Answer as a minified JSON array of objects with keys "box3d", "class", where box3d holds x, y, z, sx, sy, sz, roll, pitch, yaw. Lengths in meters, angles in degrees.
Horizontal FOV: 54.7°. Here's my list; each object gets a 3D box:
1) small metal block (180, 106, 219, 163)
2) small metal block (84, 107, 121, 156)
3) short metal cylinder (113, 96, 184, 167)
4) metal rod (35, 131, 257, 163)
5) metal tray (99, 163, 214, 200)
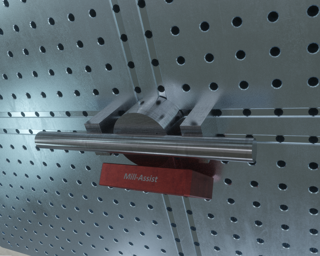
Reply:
[{"box3d":[0.050,0.007,0.374,0.025,0.050,0.050,-1,118,29],"class":"small metal block"},{"box3d":[-0.074,0.004,0.437,0.025,0.050,0.050,-1,118,29],"class":"small metal block"},{"box3d":[-0.013,0.005,0.405,0.080,0.050,0.079,13,124,21],"class":"short metal cylinder"},{"box3d":[-0.039,0.020,0.379,0.300,0.025,0.025,1,119,28],"class":"metal rod"},{"box3d":[-0.004,0.072,0.419,0.130,0.090,0.030,1,76,28],"class":"metal tray"}]
